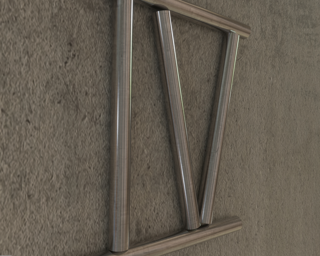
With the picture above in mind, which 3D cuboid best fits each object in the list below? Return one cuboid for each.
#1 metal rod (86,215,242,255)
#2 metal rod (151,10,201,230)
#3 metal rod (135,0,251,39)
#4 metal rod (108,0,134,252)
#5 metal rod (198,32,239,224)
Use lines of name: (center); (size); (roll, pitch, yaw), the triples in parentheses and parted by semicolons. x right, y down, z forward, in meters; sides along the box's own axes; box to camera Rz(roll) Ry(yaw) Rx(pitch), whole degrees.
metal rod: (0.011, 0.156, 0.417); (0.302, 0.025, 0.025); (1, 89, -40)
metal rod: (0.024, -0.005, 0.427); (0.025, 0.025, 0.298); (-15, 100, -39)
metal rod: (0.030, -0.167, 0.433); (0.302, 0.025, 0.025); (1, 89, -40)
metal rod: (-0.046, -0.008, 0.368); (0.025, 0.025, 0.298); (2, 89, -40)
metal rod: (0.091, -0.005, 0.484); (0.025, 0.025, 0.299); (17, 79, -39)
